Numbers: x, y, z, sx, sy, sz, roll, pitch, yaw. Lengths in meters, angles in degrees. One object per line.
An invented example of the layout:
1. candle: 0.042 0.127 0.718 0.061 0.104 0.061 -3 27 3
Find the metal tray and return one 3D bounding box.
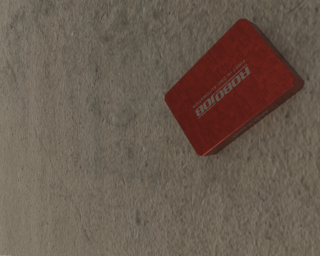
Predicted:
1. metal tray: 0.073 -0.040 0.340 0.129 0.030 0.090 -43 64 31
